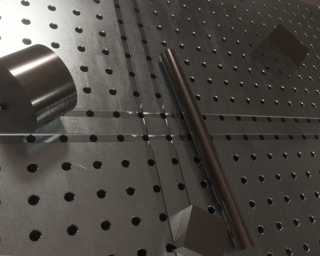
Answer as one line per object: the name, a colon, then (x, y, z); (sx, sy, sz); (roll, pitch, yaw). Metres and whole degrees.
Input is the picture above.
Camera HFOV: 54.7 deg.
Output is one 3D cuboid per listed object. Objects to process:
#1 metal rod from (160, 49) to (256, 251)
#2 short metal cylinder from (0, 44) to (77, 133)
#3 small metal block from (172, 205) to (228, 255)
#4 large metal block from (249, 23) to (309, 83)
metal rod: (0.058, 0.015, 0.432); (0.025, 0.025, 0.299); (-6, 65, -31)
short metal cylinder: (-0.134, -0.042, 0.327); (0.080, 0.080, 0.050); (47, 51, 4)
small metal block: (0.048, 0.125, 0.359); (0.050, 0.025, 0.050); (28, 52, -11)
large metal block: (0.238, -0.149, 0.615); (0.080, 0.050, 0.080); (43, 51, 1)
